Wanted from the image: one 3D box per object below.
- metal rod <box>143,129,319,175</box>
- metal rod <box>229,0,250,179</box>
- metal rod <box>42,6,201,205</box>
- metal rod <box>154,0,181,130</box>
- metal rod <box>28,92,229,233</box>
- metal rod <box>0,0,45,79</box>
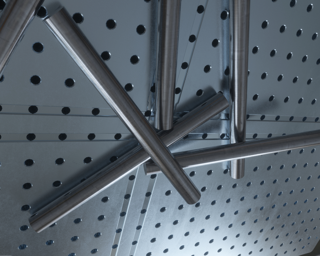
[{"bbox_3d":[0.125,0.033,0.466,0.302,0.025,0.025,-8,123,-13],"label":"metal rod"},{"bbox_3d":[0.112,-0.043,0.444,0.025,0.025,0.298,-21,127,-16],"label":"metal rod"},{"bbox_3d":[-0.026,-0.004,0.369,0.025,0.025,0.300,-38,122,-3],"label":"metal rod"},{"bbox_3d":[0.010,-0.132,0.334,0.025,0.025,0.298,-12,123,-22],"label":"metal rod"},{"bbox_3d":[-0.036,0.042,0.416,0.301,0.025,0.025,-33,129,-7],"label":"metal rod"},{"bbox_3d":[-0.169,-0.043,0.292,0.025,0.025,0.299,27,104,-37],"label":"metal rod"}]
